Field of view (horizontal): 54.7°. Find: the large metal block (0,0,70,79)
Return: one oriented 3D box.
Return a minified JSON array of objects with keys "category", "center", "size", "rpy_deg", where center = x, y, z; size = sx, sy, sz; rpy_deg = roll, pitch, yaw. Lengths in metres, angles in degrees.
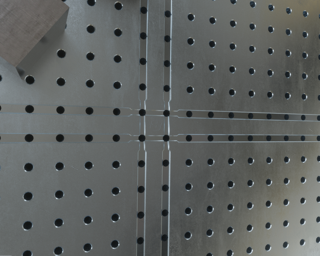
[{"category":"large metal block","center":[-0.146,-0.104,0.330],"size":[0.050,0.080,0.080],"rpy_deg":[39,77,-16]}]
